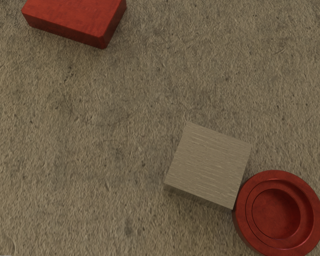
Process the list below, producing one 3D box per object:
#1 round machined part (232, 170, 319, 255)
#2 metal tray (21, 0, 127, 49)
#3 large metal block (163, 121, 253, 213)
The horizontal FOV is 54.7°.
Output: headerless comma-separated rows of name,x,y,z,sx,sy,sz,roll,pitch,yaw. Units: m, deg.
round machined part,0.133,0.101,0.364,0.099,0.042,0.098,0,70,-1
metal tray,-0.128,-0.181,0.470,0.131,0.030,0.090,19,71,6
large metal block,0.056,0.049,0.378,0.080,0.050,0.080,20,71,7
